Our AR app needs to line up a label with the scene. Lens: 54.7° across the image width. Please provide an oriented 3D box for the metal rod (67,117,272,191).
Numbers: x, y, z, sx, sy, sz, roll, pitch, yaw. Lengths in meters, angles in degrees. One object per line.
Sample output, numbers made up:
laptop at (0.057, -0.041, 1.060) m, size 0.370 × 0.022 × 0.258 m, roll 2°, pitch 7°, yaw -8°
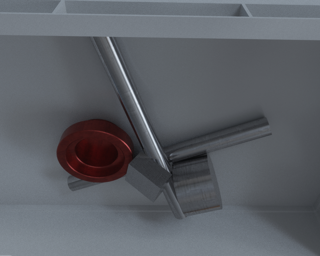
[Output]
metal rod at (0.004, 0.041, 0.443) m, size 0.301 × 0.025 × 0.025 m, roll -18°, pitch 128°, yaw 14°

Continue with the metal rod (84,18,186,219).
metal rod at (-0.016, 0.011, 0.393) m, size 0.025 × 0.025 × 0.299 m, roll -15°, pitch 122°, yaw 12°

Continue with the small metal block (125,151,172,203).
small metal block at (-0.017, 0.065, 0.409) m, size 0.050 × 0.025 × 0.050 m, roll 36°, pitch 147°, yaw 12°

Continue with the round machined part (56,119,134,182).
round machined part at (-0.084, 0.026, 0.418) m, size 0.099 × 0.042 × 0.097 m, roll -1°, pitch 130°, yaw 0°

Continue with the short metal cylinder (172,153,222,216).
short metal cylinder at (0.054, 0.080, 0.440) m, size 0.050 × 0.080 × 0.080 m, roll -15°, pitch 129°, yaw 12°
